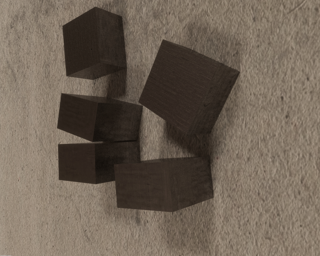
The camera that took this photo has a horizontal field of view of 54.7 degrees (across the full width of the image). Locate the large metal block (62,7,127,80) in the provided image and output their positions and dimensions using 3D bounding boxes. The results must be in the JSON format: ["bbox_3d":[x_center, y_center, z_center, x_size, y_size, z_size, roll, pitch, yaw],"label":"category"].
[{"bbox_3d":[-0.100,-0.123,0.468,0.080,0.050,0.080,-10,84,39],"label":"large metal block"}]

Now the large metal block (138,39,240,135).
[{"bbox_3d":[0.032,-0.047,0.361,0.080,0.050,0.079,35,112,34],"label":"large metal block"}]

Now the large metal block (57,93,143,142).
[{"bbox_3d":[-0.084,-0.016,0.436,0.080,0.081,0.050,16,100,38],"label":"large metal block"}]

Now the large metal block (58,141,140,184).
[{"bbox_3d":[-0.085,0.046,0.437,0.080,0.081,0.050,-3,88,39],"label":"large metal block"}]

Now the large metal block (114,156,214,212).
[{"bbox_3d":[0.005,0.062,0.363,0.080,0.081,0.050,-8,85,39],"label":"large metal block"}]
